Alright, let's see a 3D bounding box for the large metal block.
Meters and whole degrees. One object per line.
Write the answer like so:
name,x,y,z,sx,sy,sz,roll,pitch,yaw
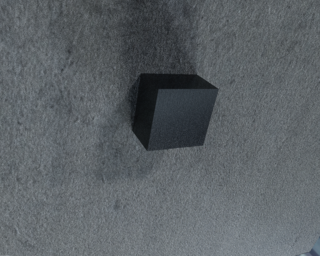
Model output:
large metal block,0.017,-0.021,0.388,0.081,0.050,0.079,-4,120,-27
